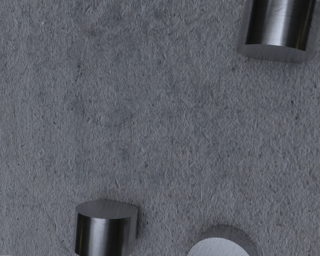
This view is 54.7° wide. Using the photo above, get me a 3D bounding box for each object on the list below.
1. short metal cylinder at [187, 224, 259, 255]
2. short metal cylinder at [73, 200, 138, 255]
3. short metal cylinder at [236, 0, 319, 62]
[{"bbox_3d":[0.075,0.162,0.369,0.080,0.050,0.080,0,90,20],"label":"short metal cylinder"},{"bbox_3d":[-0.071,0.130,0.405,0.080,0.080,0.050,6,92,20],"label":"short metal cylinder"},{"bbox_3d":[0.127,-0.105,0.335,0.080,0.080,0.050,12,94,19],"label":"short metal cylinder"}]
